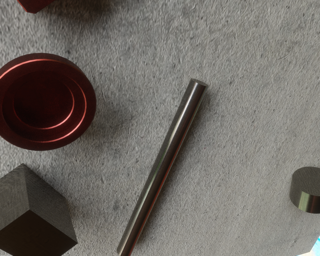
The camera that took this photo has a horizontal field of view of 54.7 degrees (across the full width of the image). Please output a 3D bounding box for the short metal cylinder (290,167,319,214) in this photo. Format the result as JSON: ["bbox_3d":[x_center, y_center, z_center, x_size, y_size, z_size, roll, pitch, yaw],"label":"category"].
[{"bbox_3d":[0.304,0.123,0.617,0.081,0.080,0.050,-20,127,-17],"label":"short metal cylinder"}]

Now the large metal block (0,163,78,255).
[{"bbox_3d":[-0.147,0.100,0.354,0.050,0.080,0.080,-36,130,-4],"label":"large metal block"}]

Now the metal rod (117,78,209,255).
[{"bbox_3d":[-0.003,0.070,0.450,0.025,0.025,0.298,10,114,-33],"label":"metal rod"}]

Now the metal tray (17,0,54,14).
[{"bbox_3d":[-0.109,-0.170,0.239,0.090,0.030,0.130,-37,130,-4],"label":"metal tray"}]

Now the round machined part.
[{"bbox_3d":[-0.119,-0.029,0.314,0.099,0.042,0.097,-14,125,-21],"label":"round machined part"}]
